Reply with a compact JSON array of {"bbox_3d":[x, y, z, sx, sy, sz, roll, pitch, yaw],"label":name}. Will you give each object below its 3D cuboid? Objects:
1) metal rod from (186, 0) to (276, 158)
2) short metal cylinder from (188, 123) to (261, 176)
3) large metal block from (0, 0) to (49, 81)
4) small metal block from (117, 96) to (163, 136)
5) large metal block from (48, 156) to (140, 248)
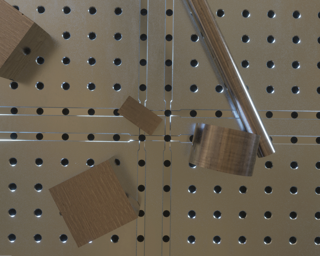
[{"bbox_3d":[0.081,-0.101,0.414,0.025,0.025,0.299,-25,90,0],"label":"metal rod"},{"bbox_3d":[0.080,0.026,0.387,0.080,0.080,0.050,12,90,-1],"label":"short metal cylinder"},{"bbox_3d":[-0.208,-0.119,0.398,0.080,0.050,0.080,36,90,-1],"label":"large metal block"},{"bbox_3d":[-0.024,-0.015,0.401,0.050,0.050,0.025,35,90,-1],"label":"small metal block"},{"bbox_3d":[-0.081,0.092,0.400,0.080,0.050,0.080,-27,90,0],"label":"large metal block"}]
